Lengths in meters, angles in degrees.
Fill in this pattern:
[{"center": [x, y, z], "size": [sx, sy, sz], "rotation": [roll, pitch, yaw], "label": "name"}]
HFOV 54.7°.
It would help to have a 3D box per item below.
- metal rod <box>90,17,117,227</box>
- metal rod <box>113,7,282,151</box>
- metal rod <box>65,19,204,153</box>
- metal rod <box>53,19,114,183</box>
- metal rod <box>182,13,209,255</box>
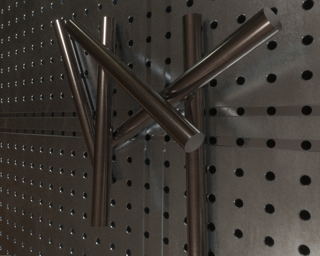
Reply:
[{"center": [-0.078, -0.018, 0.438], "size": [0.025, 0.025, 0.299], "rotation": [-12, 72, 39], "label": "metal rod"}, {"center": [0.008, -0.034, 0.371], "size": [0.299, 0.025, 0.025], "rotation": [-34, 69, 44], "label": "metal rod"}, {"center": [-0.051, -0.072, 0.395], "size": [0.300, 0.025, 0.025], "rotation": [45, 117, 36], "label": "metal rod"}, {"center": [-0.131, -0.050, 0.514], "size": [0.025, 0.025, 0.299], "rotation": [-30, 71, 35], "label": "metal rod"}, {"center": [0.043, 0.015, 0.372], "size": [0.025, 0.025, 0.298], "rotation": [-2, 89, 39], "label": "metal rod"}]
